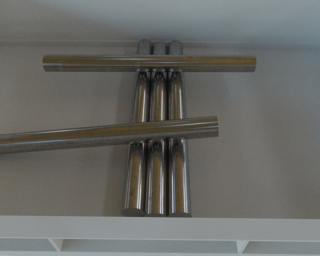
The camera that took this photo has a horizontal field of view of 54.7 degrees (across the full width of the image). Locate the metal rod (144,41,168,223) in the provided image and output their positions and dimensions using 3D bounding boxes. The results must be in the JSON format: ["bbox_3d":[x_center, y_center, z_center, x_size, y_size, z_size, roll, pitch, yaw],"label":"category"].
[{"bbox_3d":[-0.002,-0.020,0.421,0.025,0.025,0.300,1,50,1],"label":"metal rod"}]

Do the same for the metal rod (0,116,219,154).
[{"bbox_3d":[-0.083,0.011,0.370,0.302,0.025,0.025,-5,50,5],"label":"metal rod"}]

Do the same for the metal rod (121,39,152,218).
[{"bbox_3d":[-0.027,-0.025,0.425,0.025,0.025,0.300,1,50,0],"label":"metal rod"}]

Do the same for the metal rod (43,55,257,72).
[{"bbox_3d":[-0.015,-0.094,0.449,0.302,0.025,0.025,0,50,0],"label":"metal rod"}]

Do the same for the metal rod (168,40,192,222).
[{"bbox_3d":[0.023,-0.021,0.421,0.025,0.025,0.300,1,50,1],"label":"metal rod"}]
